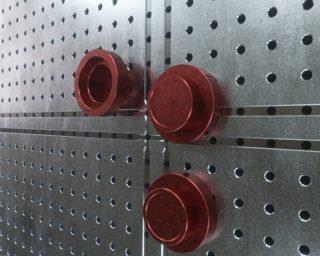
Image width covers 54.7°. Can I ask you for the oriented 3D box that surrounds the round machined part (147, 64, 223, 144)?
[{"bbox_3d":[0.023,-0.029,0.378,0.098,0.042,0.097,0,90,39],"label":"round machined part"}]

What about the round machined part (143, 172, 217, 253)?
[{"bbox_3d":[0.017,0.105,0.382,0.098,0.042,0.097,0,90,39],"label":"round machined part"}]

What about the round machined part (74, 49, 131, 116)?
[{"bbox_3d":[-0.081,-0.065,0.463,0.098,0.042,0.097,0,90,39],"label":"round machined part"}]
